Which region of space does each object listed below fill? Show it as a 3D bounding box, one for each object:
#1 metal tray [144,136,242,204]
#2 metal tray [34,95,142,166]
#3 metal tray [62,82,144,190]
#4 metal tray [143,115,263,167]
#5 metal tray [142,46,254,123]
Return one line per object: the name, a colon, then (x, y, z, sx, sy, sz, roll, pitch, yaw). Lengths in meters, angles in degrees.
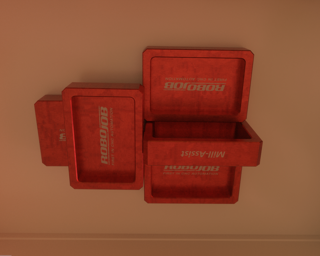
metal tray: (0.044, 0.059, 0.429, 0.131, 0.030, 0.089, 1, 110, -1)
metal tray: (-0.089, 0.004, 0.405, 0.131, 0.030, 0.089, 0, 110, -1)
metal tray: (-0.065, 0.012, 0.377, 0.091, 0.030, 0.129, 1, 110, -1)
metal tray: (0.047, 0.013, 0.379, 0.131, 0.090, 0.030, 1, 110, -1)
metal tray: (0.044, -0.054, 0.388, 0.131, 0.030, 0.089, 1, 110, -1)
